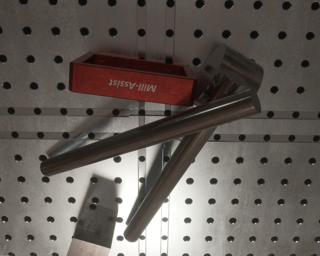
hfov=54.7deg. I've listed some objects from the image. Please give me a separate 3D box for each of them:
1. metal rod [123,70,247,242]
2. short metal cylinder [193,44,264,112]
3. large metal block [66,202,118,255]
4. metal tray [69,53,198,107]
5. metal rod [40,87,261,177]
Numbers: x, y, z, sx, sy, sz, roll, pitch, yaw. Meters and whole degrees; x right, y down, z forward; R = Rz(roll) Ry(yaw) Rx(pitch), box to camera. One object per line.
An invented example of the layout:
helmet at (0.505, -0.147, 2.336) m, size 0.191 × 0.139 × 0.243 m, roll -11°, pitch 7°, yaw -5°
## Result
metal rod at (0.015, 0.058, 0.389) m, size 0.025 × 0.025 × 0.298 m, roll 23°, pitch 126°, yaw -9°
short metal cylinder at (0.075, -0.051, 0.366) m, size 0.050 × 0.080 × 0.080 m, roll 28°, pitch 107°, yaw -10°
large metal block at (-0.101, 0.168, 0.445) m, size 0.050 × 0.080 × 0.079 m, roll 20°, pitch 109°, yaw -8°
metal tray at (-0.028, -0.058, 0.356) m, size 0.131 × 0.090 × 0.030 m, roll 7°, pitch 110°, yaw -3°
metal rod at (-0.035, 0.016, 0.356) m, size 0.300 × 0.025 × 0.025 m, roll -18°, pitch 111°, yaw 31°
